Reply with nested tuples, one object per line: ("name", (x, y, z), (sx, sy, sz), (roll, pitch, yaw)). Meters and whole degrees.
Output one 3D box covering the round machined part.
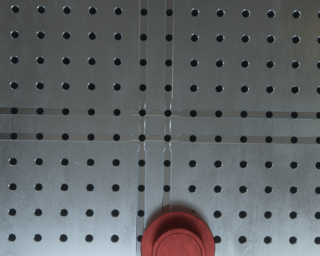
("round machined part", (0.023, 0.159, 0.405), (0.099, 0.042, 0.097), (0, 90, -1))
